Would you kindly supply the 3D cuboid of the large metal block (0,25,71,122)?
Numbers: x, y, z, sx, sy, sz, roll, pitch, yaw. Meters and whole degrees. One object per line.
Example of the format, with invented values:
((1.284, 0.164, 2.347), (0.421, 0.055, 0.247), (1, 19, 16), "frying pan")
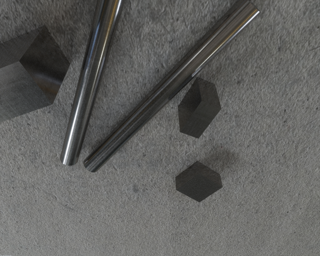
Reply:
((-0.150, -0.055, 0.322), (0.080, 0.080, 0.050), (-17, 128, 13), "large metal block")

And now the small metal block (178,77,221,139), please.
((0.045, -0.024, 0.371), (0.025, 0.050, 0.050), (20, 127, -17), "small metal block")

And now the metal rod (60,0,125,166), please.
((-0.077, -0.062, 0.352), (0.025, 0.025, 0.298), (16, 128, -14), "metal rod")

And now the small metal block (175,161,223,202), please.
((0.060, 0.084, 0.480), (0.050, 0.025, 0.050), (33, 123, -25), "small metal block")

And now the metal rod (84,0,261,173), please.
((-0.005, -0.034, 0.378), (0.025, 0.025, 0.299), (32, 123, -25), "metal rod")
